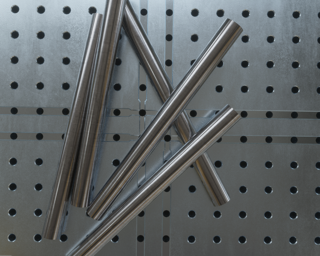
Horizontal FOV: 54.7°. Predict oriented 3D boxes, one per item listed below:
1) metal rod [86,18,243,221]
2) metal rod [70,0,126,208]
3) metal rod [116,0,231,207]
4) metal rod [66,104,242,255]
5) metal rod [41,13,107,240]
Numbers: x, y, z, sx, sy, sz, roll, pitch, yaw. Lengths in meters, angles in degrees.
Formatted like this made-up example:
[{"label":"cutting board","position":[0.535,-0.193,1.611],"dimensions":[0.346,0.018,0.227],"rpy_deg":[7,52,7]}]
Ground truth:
[{"label":"metal rod","position":[0.001,-0.004,0.391],"dimensions":[0.025,0.025,0.299],"rpy_deg":[36,98,-1]},{"label":"metal rod","position":[-0.078,-0.045,0.398],"dimensions":[0.025,0.025,0.298],"rpy_deg":[11,96,-1]},{"label":"metal rod","position":[0.015,-0.034,0.413],"dimensions":[0.025,0.025,0.299],"rpy_deg":[-27,90,0]},{"label":"metal rod","position":[-0.016,0.083,0.396],"dimensions":[0.300,0.025,0.025],"rpy_deg":[-44,91,6]},{"label":"metal rod","position":[-0.111,-0.002,0.411],"dimensions":[0.025,0.025,0.298],"rpy_deg":[13,90,-1]}]
